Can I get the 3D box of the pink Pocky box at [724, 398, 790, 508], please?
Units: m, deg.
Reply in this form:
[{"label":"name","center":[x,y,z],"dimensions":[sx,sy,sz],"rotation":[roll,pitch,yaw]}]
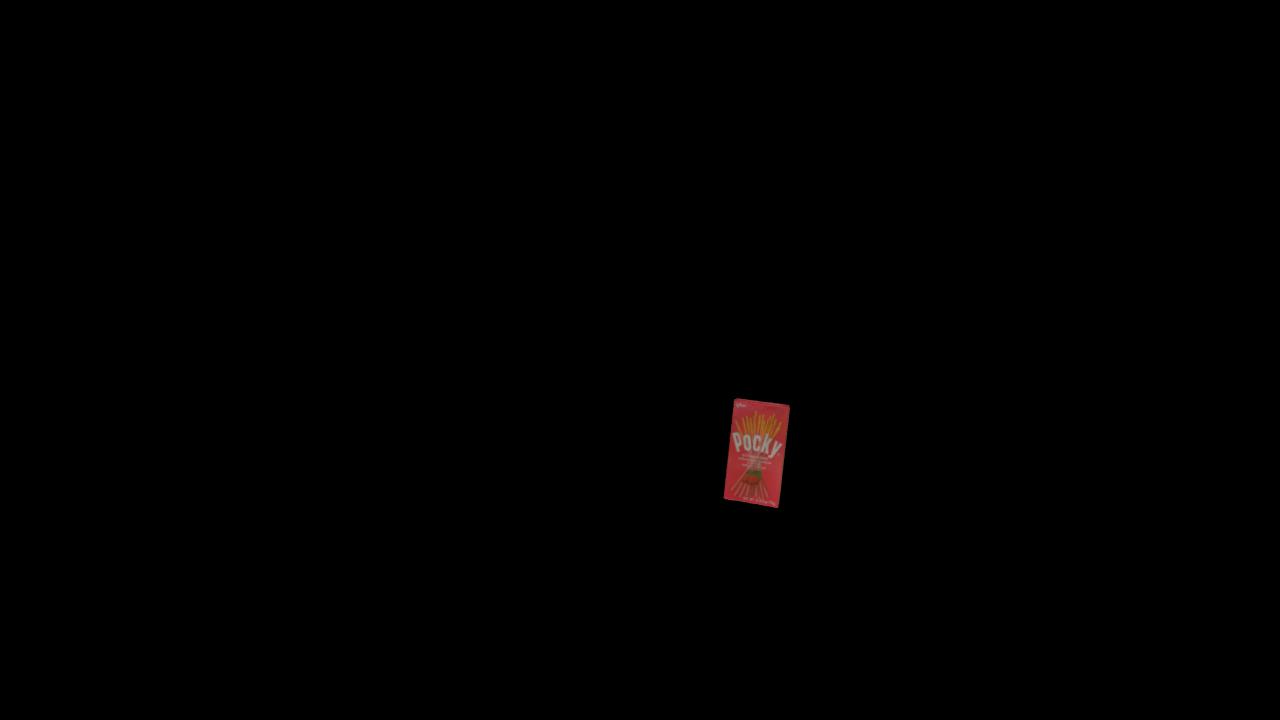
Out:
[{"label":"pink Pocky box","center":[0.176,0.139,0.928],"dimensions":[0.084,0.155,0.029],"rotation":[7,3,16]}]
